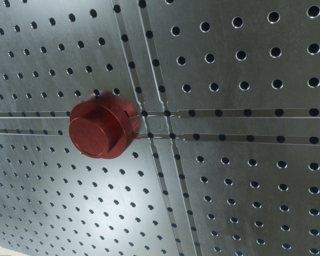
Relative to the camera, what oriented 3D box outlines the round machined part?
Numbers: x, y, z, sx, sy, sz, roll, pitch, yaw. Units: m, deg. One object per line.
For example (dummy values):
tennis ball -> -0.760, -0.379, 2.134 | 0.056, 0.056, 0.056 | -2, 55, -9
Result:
round machined part -> -0.093, 0.006, 0.453 | 0.098, 0.042, 0.097 | 13, 124, 21
